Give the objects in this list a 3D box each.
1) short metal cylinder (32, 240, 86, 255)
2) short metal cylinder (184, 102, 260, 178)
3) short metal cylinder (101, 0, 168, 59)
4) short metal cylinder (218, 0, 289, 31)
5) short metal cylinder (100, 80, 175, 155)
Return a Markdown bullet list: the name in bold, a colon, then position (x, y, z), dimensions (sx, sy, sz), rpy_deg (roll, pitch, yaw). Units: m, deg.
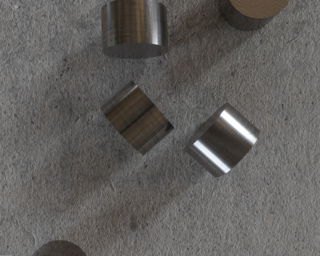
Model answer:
- **short metal cylinder**: position (-0.136, 0.193, 0.396), dimensions (0.081, 0.050, 0.080), rpy_deg (0, 90, 0)
- **short metal cylinder**: position (0.075, 0.014, 0.383), dimensions (0.050, 0.080, 0.080), rpy_deg (42, 90, 0)
- **short metal cylinder**: position (-0.031, -0.119, 0.382), dimensions (0.081, 0.080, 0.050), rpy_deg (-2, 90, 0)
- **short metal cylinder**: position (0.120, -0.172, 0.398), dimensions (0.081, 0.050, 0.080), rpy_deg (0, 90, 0)
- **short metal cylinder**: position (-0.027, -0.013, 0.382), dimensions (0.050, 0.080, 0.080), rpy_deg (-42, 90, 0)
